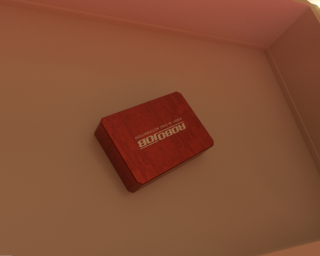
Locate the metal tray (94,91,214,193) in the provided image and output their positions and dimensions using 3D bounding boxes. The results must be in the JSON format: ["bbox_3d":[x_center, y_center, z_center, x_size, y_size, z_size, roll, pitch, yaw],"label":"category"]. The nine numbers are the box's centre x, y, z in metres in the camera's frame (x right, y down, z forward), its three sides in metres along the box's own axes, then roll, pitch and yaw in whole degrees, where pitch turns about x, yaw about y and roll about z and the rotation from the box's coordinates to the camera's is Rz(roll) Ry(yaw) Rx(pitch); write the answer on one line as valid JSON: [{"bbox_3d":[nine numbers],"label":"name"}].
[{"bbox_3d":[-0.004,0.012,0.392,0.131,0.030,0.090,-24,75,-36],"label":"metal tray"}]
